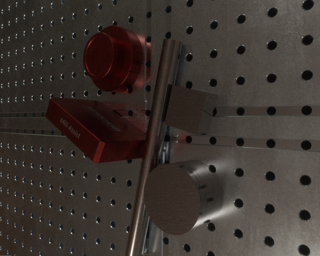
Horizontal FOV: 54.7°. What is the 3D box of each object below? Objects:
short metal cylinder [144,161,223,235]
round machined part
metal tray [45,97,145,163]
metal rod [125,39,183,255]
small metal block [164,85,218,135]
[{"bbox_3d":[0.027,0.080,0.369,0.080,0.050,0.079,0,90,39],"label":"short metal cylinder"},{"bbox_3d":[-0.076,-0.103,0.459,0.098,0.042,0.097,0,90,39],"label":"round machined part"},{"bbox_3d":[-0.088,-0.001,0.437,0.130,0.091,0.030,35,111,34],"label":"metal tray"},{"bbox_3d":[-0.010,0.034,0.415,0.025,0.025,0.298,17,101,38],"label":"metal rod"},{"bbox_3d":[0.037,-0.022,0.377,0.050,0.025,0.050,19,102,38],"label":"small metal block"}]
